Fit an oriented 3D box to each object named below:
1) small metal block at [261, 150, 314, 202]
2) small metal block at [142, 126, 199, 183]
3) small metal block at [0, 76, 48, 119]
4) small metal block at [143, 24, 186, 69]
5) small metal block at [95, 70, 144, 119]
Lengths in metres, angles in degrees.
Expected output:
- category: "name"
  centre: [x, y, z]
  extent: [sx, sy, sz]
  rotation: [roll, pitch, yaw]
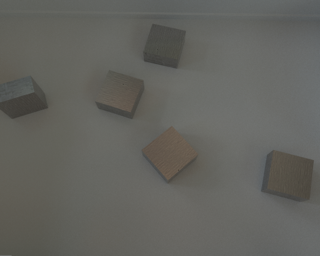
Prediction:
- category: "small metal block"
  centre: [0.160, 0.060, 0.388]
  extent: [0.050, 0.025, 0.050]
  rotation: [15, 71, 5]
- category: "small metal block"
  centre: [0.012, 0.034, 0.397]
  extent: [0.050, 0.025, 0.050]
  rotation: [-39, 75, -13]
- category: "small metal block"
  centre: [-0.184, -0.039, 0.409]
  extent: [0.050, 0.050, 0.025]
  rotation: [-18, 71, -7]
- category: "small metal block"
  centre: [0.007, -0.120, 0.453]
  extent: [0.050, 0.025, 0.050]
  rotation: [14, 71, 5]
- category: "small metal block"
  centre: [-0.054, -0.046, 0.426]
  extent: [0.050, 0.025, 0.050]
  rotation: [18, 71, 6]
